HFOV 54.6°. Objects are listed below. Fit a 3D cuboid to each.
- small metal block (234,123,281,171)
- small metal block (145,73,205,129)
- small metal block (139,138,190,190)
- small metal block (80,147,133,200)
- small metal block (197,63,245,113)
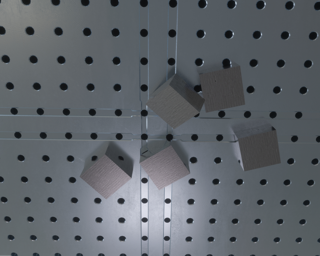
[{"bbox_3d":[0.133,0.027,0.424,0.050,0.025,0.050,-14,110,5],"label":"small metal block"},{"bbox_3d":[0.019,-0.032,0.390,0.050,0.025,0.050,41,137,-14],"label":"small metal block"},{"bbox_3d":[0.007,0.050,0.432,0.050,0.025,0.050,-31,107,10],"label":"small metal block"},{"bbox_3d":[-0.074,0.064,0.436,0.050,0.025,0.050,-41,105,13],"label":"small metal block"},{"bbox_3d":[0.077,-0.051,0.395,0.050,0.025,0.050,-12,110,4],"label":"small metal block"}]
